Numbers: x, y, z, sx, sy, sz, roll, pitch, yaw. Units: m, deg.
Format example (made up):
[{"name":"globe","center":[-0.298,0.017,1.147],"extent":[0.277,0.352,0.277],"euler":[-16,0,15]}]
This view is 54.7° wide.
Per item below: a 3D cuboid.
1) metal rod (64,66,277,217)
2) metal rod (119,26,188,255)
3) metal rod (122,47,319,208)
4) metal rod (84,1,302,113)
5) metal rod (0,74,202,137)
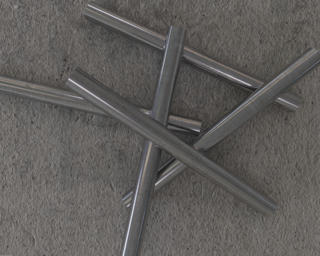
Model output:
[{"name":"metal rod","center":[0.026,0.027,0.366],"extent":[0.301,0.025,0.025],"euler":[34,90,-18]},{"name":"metal rod","center":[-0.009,0.024,0.381],"extent":[0.025,0.025,0.298],"euler":[12,89,0]},{"name":"metal rod","center":[0.074,0.005,0.393],"extent":[0.300,0.025,0.025],"euler":[-39,90,6]},{"name":"metal rod","center":[0.044,-0.093,0.410],"extent":[0.301,0.025,0.025],"euler":[24,90,0]},{"name":"metal rod","center":[-0.095,-0.033,0.409],"extent":[0.302,0.025,0.025],"euler":[13,90,0]}]
